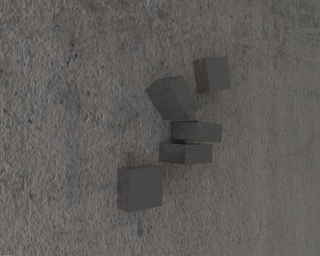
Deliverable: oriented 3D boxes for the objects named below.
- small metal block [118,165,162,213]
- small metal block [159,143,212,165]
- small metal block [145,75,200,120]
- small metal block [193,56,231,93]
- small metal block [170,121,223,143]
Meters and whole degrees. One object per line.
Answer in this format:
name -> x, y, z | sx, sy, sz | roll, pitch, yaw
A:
small metal block -> -0.024, 0.073, 0.384 | 0.050, 0.025, 0.050 | 0, 90, -40
small metal block -> 0.034, 0.033, 0.417 | 0.050, 0.050, 0.025 | 2, 89, -40
small metal block -> 0.016, -0.038, 0.401 | 0.025, 0.050, 0.050 | -47, 118, -30
small metal block -> 0.080, -0.081, 0.471 | 0.050, 0.025, 0.050 | -13, 98, -39
small metal block -> 0.050, 0.005, 0.430 | 0.050, 0.050, 0.025 | 7, 86, -40
